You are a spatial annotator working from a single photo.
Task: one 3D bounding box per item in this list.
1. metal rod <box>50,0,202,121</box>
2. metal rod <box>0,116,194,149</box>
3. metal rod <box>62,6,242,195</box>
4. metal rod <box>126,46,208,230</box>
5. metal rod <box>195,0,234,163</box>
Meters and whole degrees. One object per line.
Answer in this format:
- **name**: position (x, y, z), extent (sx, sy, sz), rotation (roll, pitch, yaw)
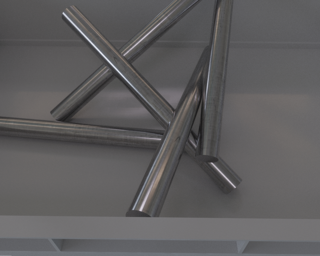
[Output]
- **metal rod**: position (-0.026, -0.113, 0.412), extent (0.300, 0.025, 0.025), rotation (-41, 58, 2)
- **metal rod**: position (-0.100, 0.006, 0.398), extent (0.302, 0.025, 0.025), rotation (5, 50, 4)
- **metal rod**: position (-0.017, -0.041, 0.377), extent (0.025, 0.025, 0.300), rotation (-38, 79, -27)
- **metal rod**: position (0.031, -0.020, 0.352), extent (0.025, 0.025, 0.301), rotation (14, 42, 11)
- **metal rod**: position (0.074, -0.103, 0.388), extent (0.025, 0.025, 0.299), rotation (8, 67, 6)
